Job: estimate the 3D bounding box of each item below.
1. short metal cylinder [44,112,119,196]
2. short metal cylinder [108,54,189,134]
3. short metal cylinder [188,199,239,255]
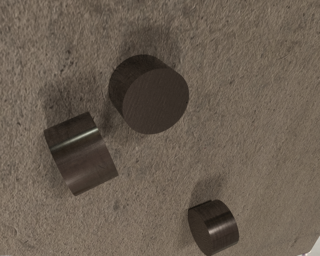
[{"bbox_3d":[-0.086,0.028,0.342,0.050,0.080,0.080,-25,128,-13],"label":"short metal cylinder"},{"bbox_3d":[-0.014,-0.039,0.360,0.081,0.050,0.079,-14,125,-21],"label":"short metal cylinder"},{"bbox_3d":[0.089,0.169,0.527,0.050,0.080,0.079,-16,125,-20],"label":"short metal cylinder"}]
